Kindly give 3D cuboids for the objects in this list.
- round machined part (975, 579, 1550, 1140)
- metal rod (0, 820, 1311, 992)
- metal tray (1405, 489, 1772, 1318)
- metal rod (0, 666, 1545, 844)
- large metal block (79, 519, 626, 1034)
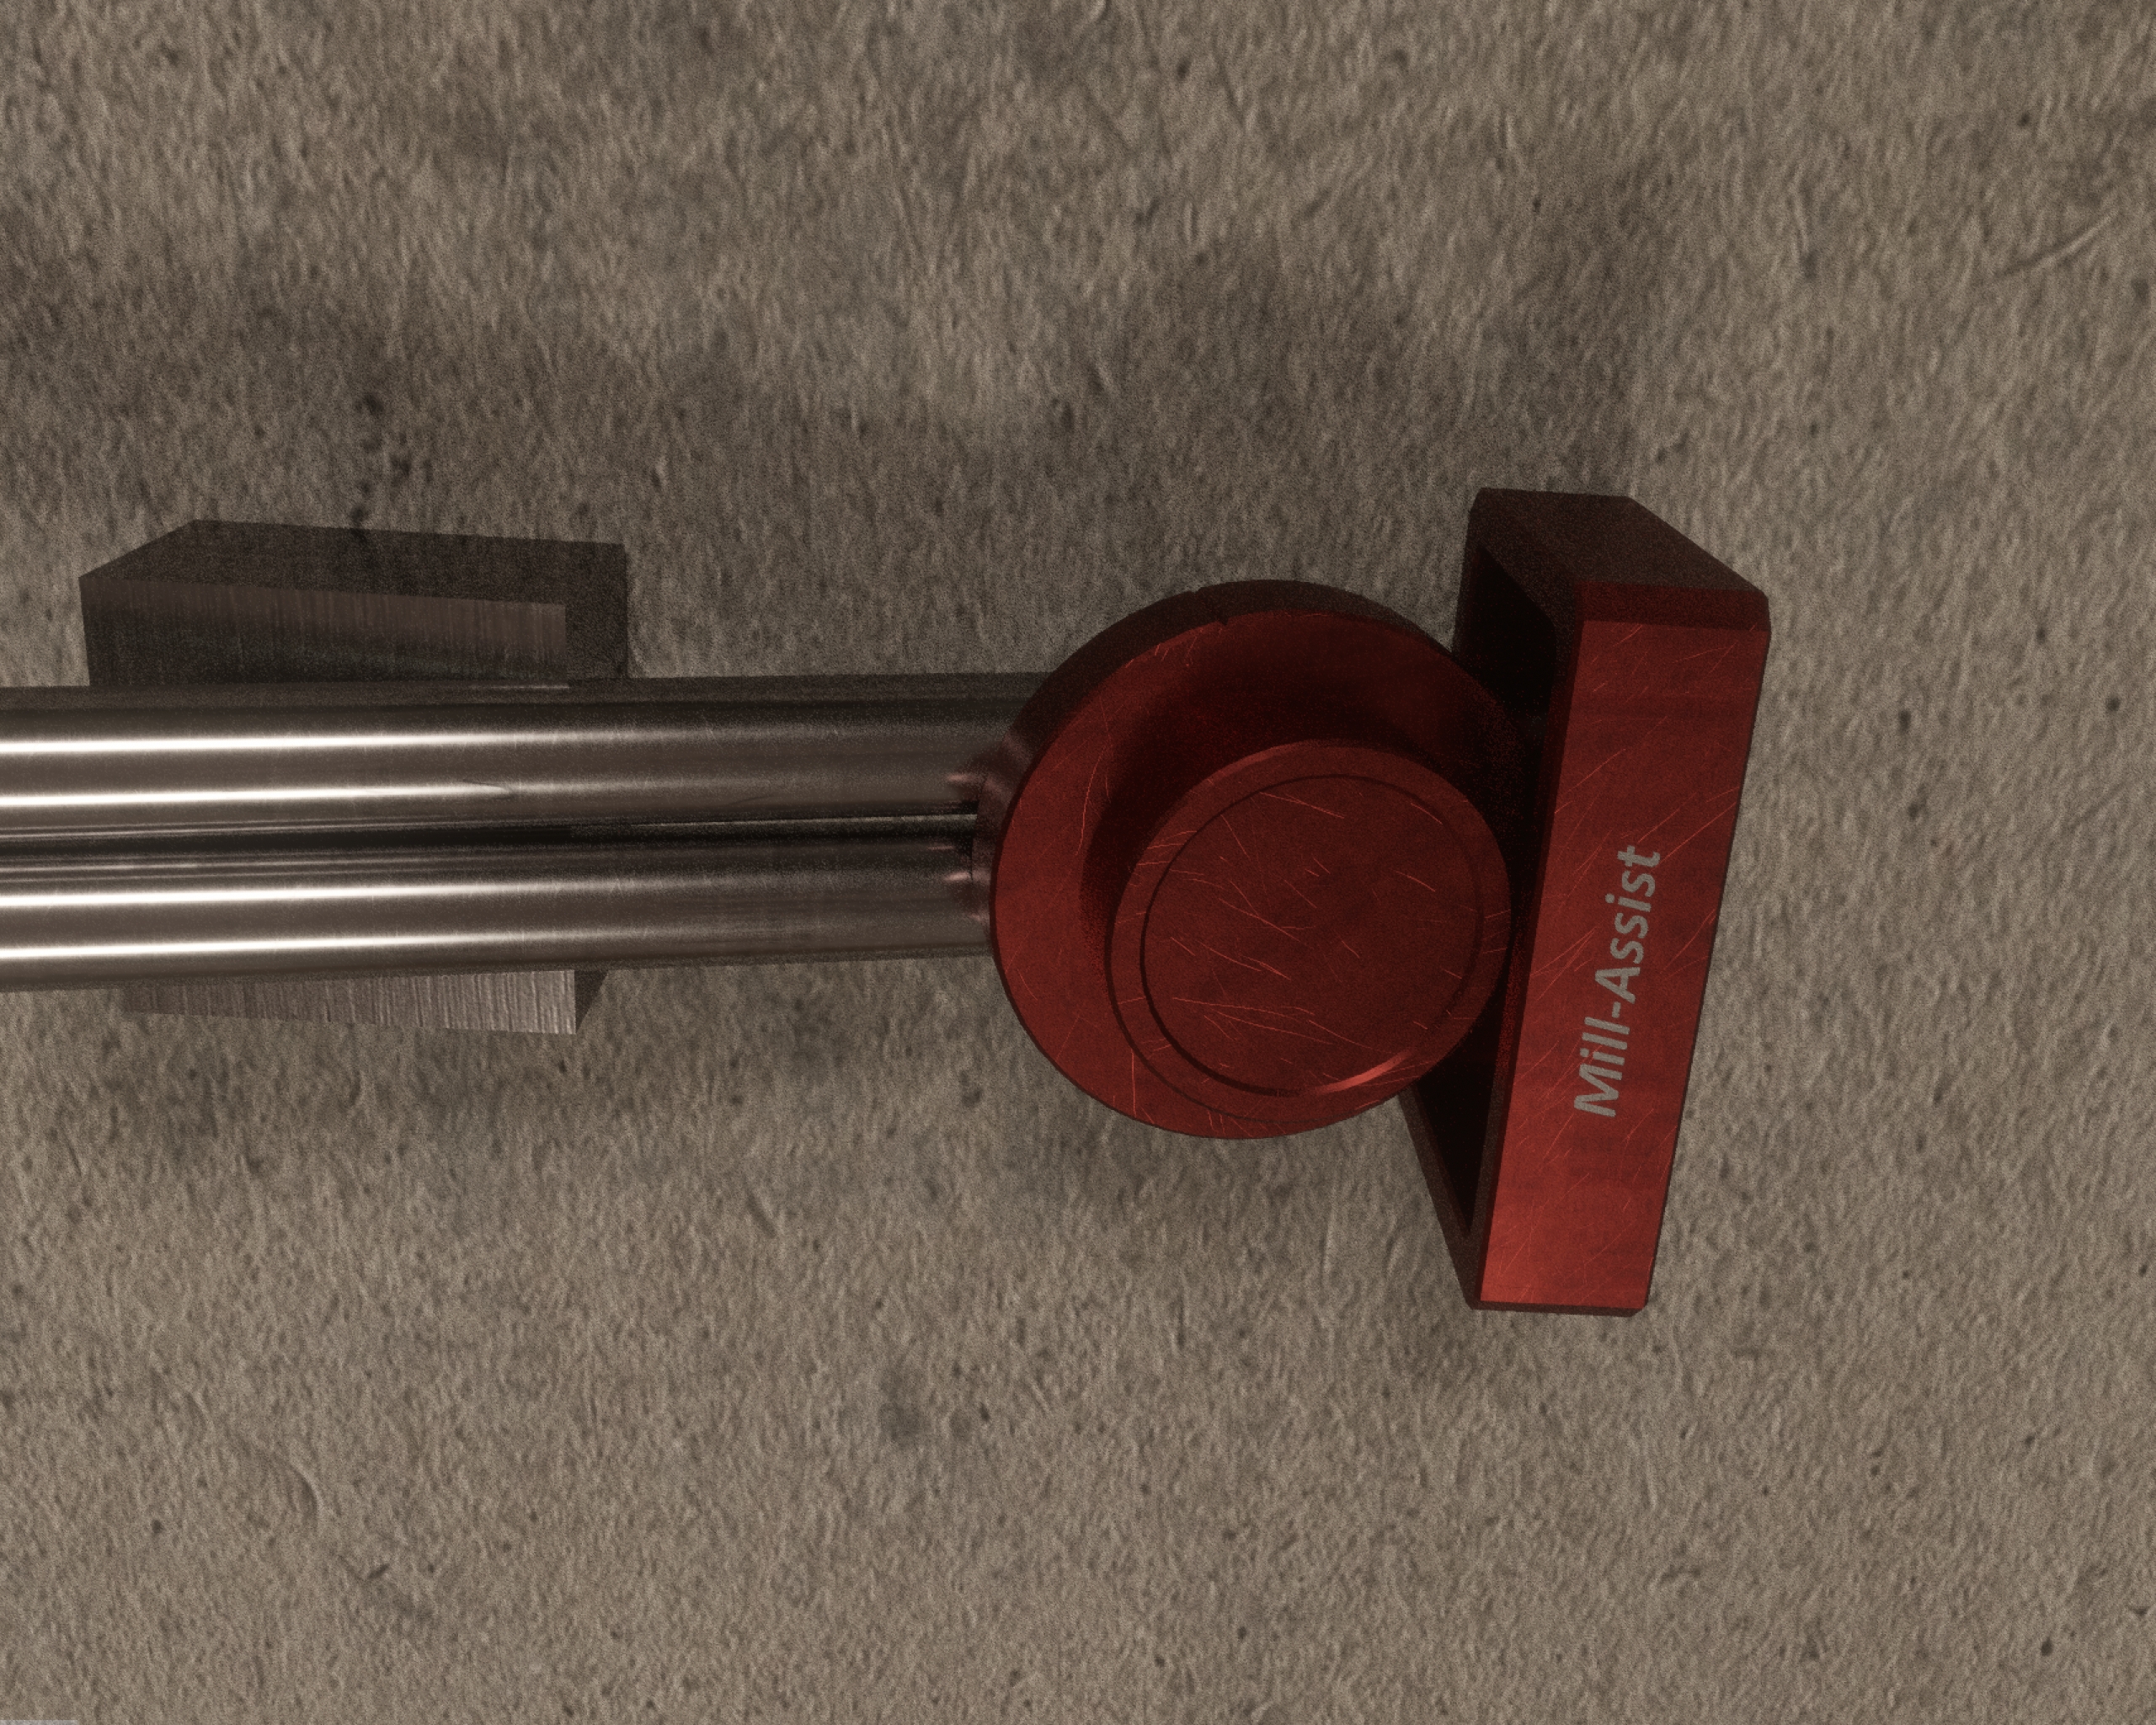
[{"bbox_3d":[0.034,0.005,0.352,0.099,0.042,0.097,-4,113,-10],"label":"round machined part"},{"bbox_3d":[-0.067,0.006,0.364,0.302,0.025,0.025,-2,111,-14],"label":"metal rod"},{"bbox_3d":[0.087,0.004,0.379,0.030,0.090,0.129,3,110,-2],"label":"metal tray"},{"bbox_3d":[-0.065,-0.019,0.355,0.302,0.025,0.025,-2,111,-13],"label":"metal rod"},{"bbox_3d":[-0.129,-0.017,0.386,0.081,0.050,0.079,3,110,-2],"label":"large metal block"}]
